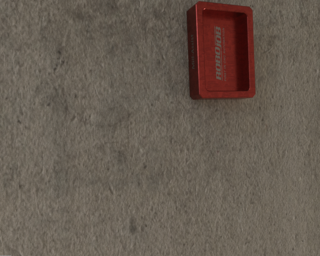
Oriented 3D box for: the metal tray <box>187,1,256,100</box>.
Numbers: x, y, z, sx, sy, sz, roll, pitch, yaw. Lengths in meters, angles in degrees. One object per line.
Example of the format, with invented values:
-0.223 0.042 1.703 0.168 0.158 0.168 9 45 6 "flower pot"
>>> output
0.087 -0.106 0.439 0.091 0.030 0.129 -3 91 -20 "metal tray"
